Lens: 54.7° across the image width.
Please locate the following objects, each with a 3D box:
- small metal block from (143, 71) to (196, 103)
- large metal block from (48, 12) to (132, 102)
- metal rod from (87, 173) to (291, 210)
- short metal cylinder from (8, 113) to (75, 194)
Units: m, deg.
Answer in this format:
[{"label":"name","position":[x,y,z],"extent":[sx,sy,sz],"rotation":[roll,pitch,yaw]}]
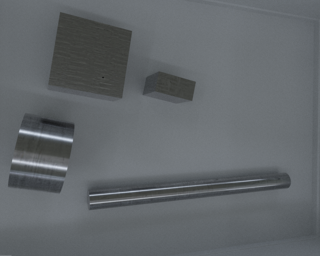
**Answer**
[{"label":"small metal block","position":[0.011,-0.051,0.402],"extent":[0.050,0.050,0.025],"rotation":[12,86,-20]},{"label":"large metal block","position":[-0.084,-0.079,0.367],"extent":[0.081,0.050,0.080],"rotation":[9,87,-20]},{"label":"metal rod","position":[0.054,0.085,0.431],"extent":[0.303,0.025,0.025],"rotation":[-1,91,-21]},{"label":"short metal cylinder","position":[-0.127,0.028,0.335],"extent":[0.050,0.080,0.080],"rotation":[12,86,-20]}]
